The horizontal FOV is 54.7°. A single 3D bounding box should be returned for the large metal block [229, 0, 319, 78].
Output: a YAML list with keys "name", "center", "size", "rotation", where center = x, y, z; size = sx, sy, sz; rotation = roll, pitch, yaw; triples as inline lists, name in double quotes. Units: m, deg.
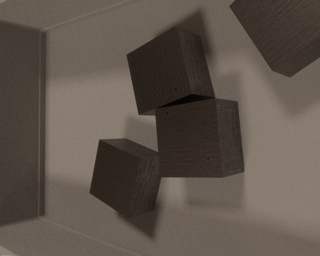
- name: "large metal block"
  center: [0.126, -0.105, 0.286]
  size: [0.080, 0.050, 0.080]
  rotation: [-38, 67, 33]

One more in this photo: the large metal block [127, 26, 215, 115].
- name: "large metal block"
  center: [0.012, -0.064, 0.379]
  size: [0.080, 0.050, 0.080]
  rotation: [-19, 78, 38]

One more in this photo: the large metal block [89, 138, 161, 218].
- name: "large metal block"
  center: [-0.046, 0.065, 0.426]
  size: [0.080, 0.050, 0.079]
  rotation: [20, 103, 38]

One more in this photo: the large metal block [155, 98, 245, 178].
- name: "large metal block"
  center: [0.044, 0.013, 0.353]
  size: [0.080, 0.050, 0.080]
  rotation: [-7, 85, 39]
